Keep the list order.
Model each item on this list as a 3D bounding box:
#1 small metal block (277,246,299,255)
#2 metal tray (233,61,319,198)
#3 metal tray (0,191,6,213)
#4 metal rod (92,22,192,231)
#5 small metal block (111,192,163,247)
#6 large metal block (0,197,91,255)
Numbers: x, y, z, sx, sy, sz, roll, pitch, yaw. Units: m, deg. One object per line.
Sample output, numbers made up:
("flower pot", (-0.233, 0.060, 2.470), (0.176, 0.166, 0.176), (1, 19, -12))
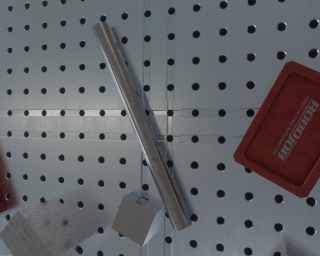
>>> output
("small metal block", (0.153, 0.176, 0.358), (0.050, 0.025, 0.050), (36, 101, 16))
("metal tray", (0.155, 0.001, 0.354), (0.090, 0.030, 0.129), (30, 100, 17))
("metal tray", (-0.323, 0.095, 0.524), (0.090, 0.030, 0.129), (-25, 82, 18))
("metal rod", (-0.027, -0.008, 0.422), (0.025, 0.025, 0.299), (-25, 82, 18))
("small metal block", (-0.032, 0.124, 0.424), (0.050, 0.025, 0.050), (24, 98, 18))
("large metal block", (-0.161, 0.153, 0.440), (0.080, 0.080, 0.050), (44, 104, 14))
